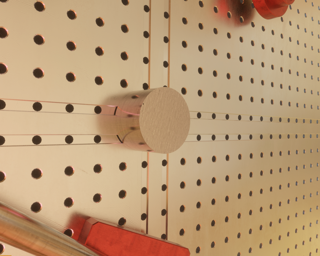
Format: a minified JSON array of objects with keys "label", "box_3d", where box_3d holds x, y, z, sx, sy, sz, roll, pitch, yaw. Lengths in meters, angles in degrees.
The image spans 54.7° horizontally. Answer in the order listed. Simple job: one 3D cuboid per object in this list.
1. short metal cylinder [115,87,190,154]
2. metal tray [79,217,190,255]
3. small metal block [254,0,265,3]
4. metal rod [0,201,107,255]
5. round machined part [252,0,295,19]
[{"label":"short metal cylinder","box_3d":[-0.008,-0.009,0.388,0.081,0.050,0.079,0,90,-40]},{"label":"metal tray","box_3d":[-0.036,0.166,0.357,0.131,0.030,0.090,25,74,-22]},{"label":"small metal block","box_3d":[0.174,-0.261,0.558,0.050,0.025,0.050,0,90,-40]},{"label":"metal rod","box_3d":[-0.065,0.140,0.316,0.300,0.025,0.025,51,59,-43]},{"label":"round machined part","box_3d":[0.202,-0.243,0.538,0.099,0.042,0.097,-1,91,-40]}]
